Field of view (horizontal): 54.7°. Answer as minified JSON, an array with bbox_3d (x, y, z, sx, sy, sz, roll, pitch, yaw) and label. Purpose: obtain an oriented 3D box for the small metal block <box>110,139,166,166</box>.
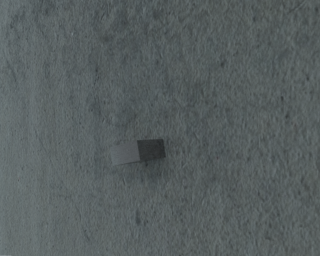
[{"bbox_3d":[-0.029,0.032,0.411,0.050,0.050,0.025,-16,80,38],"label":"small metal block"}]
